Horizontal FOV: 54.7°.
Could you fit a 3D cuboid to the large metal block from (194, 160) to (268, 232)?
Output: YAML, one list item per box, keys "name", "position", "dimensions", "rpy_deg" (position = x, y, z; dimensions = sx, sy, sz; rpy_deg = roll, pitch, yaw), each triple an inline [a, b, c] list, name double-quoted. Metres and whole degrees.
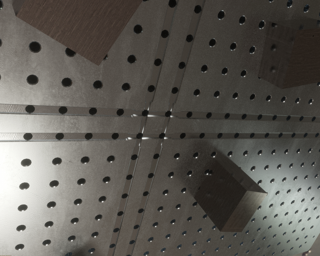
- name: "large metal block"
  position: [0.113, 0.112, 0.509]
  dimensions: [0.050, 0.080, 0.080]
  rpy_deg: [15, 111, -35]

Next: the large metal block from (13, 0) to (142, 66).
- name: "large metal block"
  position: [-0.074, -0.117, 0.283]
  dimensions: [0.080, 0.050, 0.080]
  rpy_deg: [29, 103, -38]

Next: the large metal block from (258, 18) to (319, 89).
- name: "large metal block"
  position: [0.195, -0.107, 0.438]
  dimensions: [0.081, 0.050, 0.079]
  rpy_deg: [-12, 124, -22]
